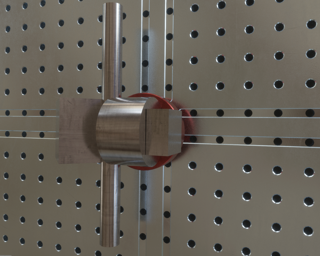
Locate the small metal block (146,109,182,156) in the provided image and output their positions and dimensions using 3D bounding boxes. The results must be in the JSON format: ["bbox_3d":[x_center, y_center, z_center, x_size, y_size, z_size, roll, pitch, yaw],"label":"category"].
[{"bbox_3d":[0.006,0.004,0.352,0.025,0.050,0.050,1,91,20],"label":"small metal block"}]

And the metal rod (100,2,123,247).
[{"bbox_3d":[-0.061,-0.004,0.389,0.025,0.025,0.298,1,90,19],"label":"metal rod"}]

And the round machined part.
[{"bbox_3d":[-0.015,0.004,0.407,0.098,0.042,0.097,0,90,19],"label":"round machined part"}]

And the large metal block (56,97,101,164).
[{"bbox_3d":[-0.111,0.003,0.415,0.050,0.080,0.079,1,90,-21],"label":"large metal block"}]

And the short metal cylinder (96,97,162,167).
[{"bbox_3d":[-0.032,0.004,0.361,0.050,0.080,0.079,1,90,20],"label":"short metal cylinder"}]
